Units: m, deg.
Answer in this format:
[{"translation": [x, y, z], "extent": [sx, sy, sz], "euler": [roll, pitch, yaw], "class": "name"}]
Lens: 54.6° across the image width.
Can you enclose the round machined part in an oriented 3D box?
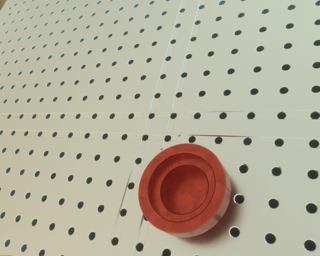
[{"translation": [0.030, 0.070, 0.340], "extent": [0.098, 0.042, 0.098], "euler": [-13, 56, 21], "class": "round machined part"}]
